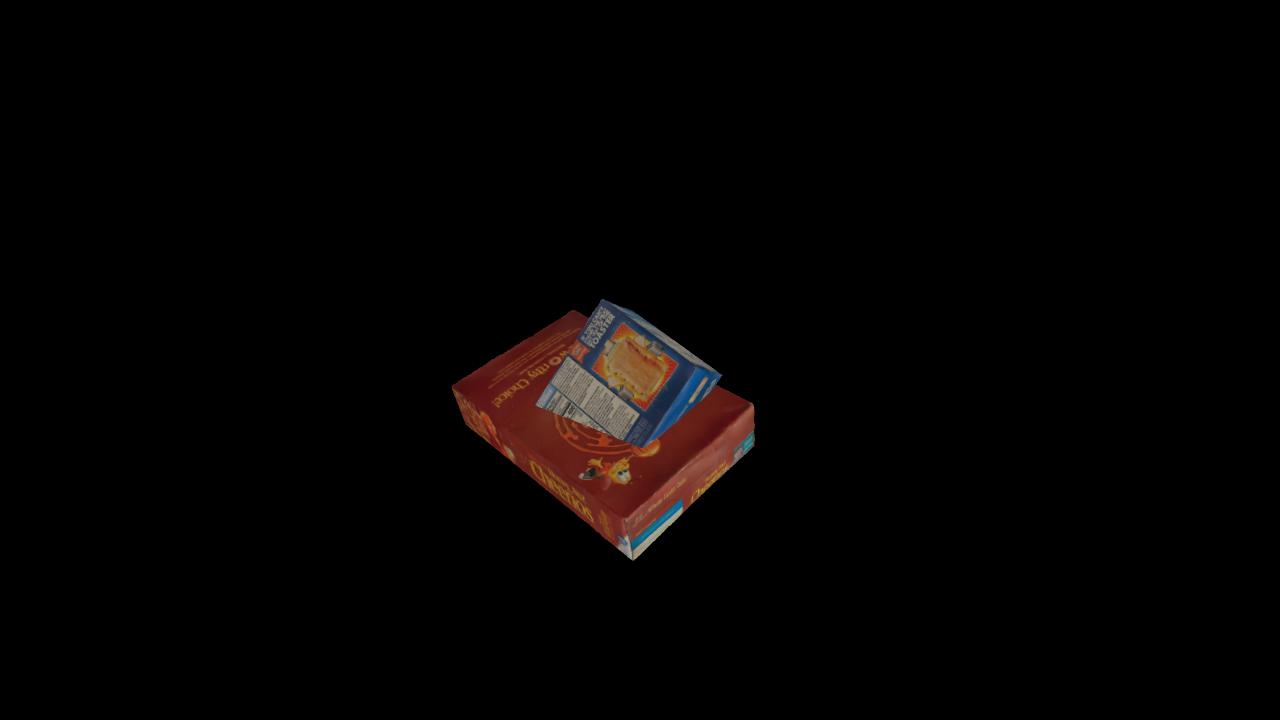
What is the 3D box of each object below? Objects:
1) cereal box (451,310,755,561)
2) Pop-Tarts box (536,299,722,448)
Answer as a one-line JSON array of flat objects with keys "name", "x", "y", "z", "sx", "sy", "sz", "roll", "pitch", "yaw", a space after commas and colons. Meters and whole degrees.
[{"name": "cereal box", "x": -0.047, "y": 0.066, "z": 0.719, "sx": 0.306, "sy": 0.081, "sz": 0.203, "roll": 29, "pitch": 51, "yaw": 34}, {"name": "Pop-Tarts box", "x": -0.019, "y": 0.043, "z": 0.686, "sx": 0.141, "sy": 0.167, "sz": 0.083, "roll": 37, "pitch": 8, "yaw": 25}]
